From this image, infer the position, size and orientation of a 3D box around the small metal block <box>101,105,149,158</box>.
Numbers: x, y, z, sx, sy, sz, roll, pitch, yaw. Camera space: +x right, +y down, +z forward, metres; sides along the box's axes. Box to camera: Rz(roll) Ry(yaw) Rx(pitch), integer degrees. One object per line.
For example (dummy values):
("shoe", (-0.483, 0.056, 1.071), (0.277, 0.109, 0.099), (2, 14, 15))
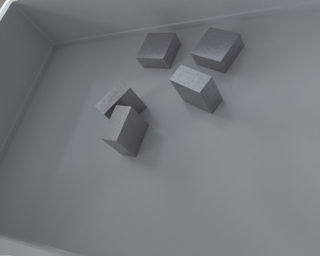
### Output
("small metal block", (-0.045, 0.005, 0.410), (0.025, 0.050, 0.050), (8, 66, 32))

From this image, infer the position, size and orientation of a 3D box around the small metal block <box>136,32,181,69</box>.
("small metal block", (-0.002, -0.120, 0.481), (0.050, 0.025, 0.050), (10, 67, 32))

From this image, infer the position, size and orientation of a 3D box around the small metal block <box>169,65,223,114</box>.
("small metal block", (0.047, -0.049, 0.395), (0.050, 0.050, 0.025), (31, 79, 38))

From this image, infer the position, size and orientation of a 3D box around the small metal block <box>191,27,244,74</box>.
("small metal block", (0.080, -0.109, 0.431), (0.050, 0.025, 0.050), (27, 76, 37))

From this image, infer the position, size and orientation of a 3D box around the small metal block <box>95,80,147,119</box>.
("small metal block", (-0.054, -0.030, 0.437), (0.050, 0.050, 0.025), (-47, 51, -4))
